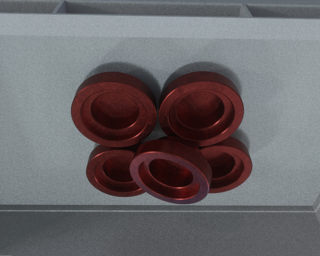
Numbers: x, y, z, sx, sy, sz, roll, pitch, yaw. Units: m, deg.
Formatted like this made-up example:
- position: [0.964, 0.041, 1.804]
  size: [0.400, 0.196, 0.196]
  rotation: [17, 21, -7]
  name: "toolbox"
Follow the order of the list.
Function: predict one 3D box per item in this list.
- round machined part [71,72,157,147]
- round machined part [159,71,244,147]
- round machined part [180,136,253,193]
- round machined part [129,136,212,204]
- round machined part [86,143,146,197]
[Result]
- position: [-0.053, -0.026, 0.373]
  size: [0.099, 0.042, 0.097]
  rotation: [-1, 130, 0]
  name: "round machined part"
- position: [0.047, -0.026, 0.374]
  size: [0.099, 0.042, 0.097]
  rotation: [-1, 130, 0]
  name: "round machined part"
- position: [0.076, 0.045, 0.435]
  size: [0.099, 0.042, 0.097]
  rotation: [-1, 130, 0]
  name: "round machined part"
- position: [0.016, 0.048, 0.381]
  size: [0.098, 0.042, 0.097]
  rotation: [13, 137, 13]
  name: "round machined part"
- position: [-0.052, 0.051, 0.439]
  size: [0.099, 0.042, 0.097]
  rotation: [-1, 130, 0]
  name: "round machined part"
